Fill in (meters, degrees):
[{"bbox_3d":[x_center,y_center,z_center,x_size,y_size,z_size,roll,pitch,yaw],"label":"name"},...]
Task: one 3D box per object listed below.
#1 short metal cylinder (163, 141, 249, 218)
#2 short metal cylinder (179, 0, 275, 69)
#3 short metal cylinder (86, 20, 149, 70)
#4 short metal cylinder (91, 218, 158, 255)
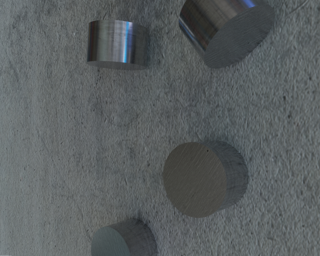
[{"bbox_3d":[0.051,0.055,0.347,0.080,0.050,0.080,0,90,40],"label":"short metal cylinder"},{"bbox_3d":[0.066,-0.107,0.314,0.080,0.081,0.050,-45,63,31],"label":"short metal cylinder"},{"bbox_3d":[-0.057,-0.108,0.416,0.080,0.081,0.050,7,94,40],"label":"short metal cylinder"},{"bbox_3d":[-0.050,0.171,0.430,0.080,0.050,0.080,0,90,40],"label":"short metal cylinder"}]
